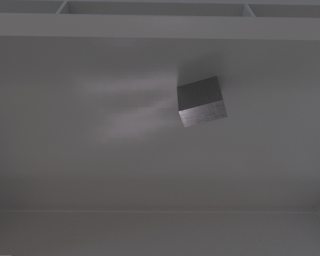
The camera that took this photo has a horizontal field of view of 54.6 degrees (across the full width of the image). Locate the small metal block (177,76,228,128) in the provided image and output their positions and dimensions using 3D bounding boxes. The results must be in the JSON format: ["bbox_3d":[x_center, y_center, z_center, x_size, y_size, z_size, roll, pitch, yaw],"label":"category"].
[{"bbox_3d":[0.049,-0.032,0.366,0.050,0.050,0.025,-14,129,12],"label":"small metal block"}]
